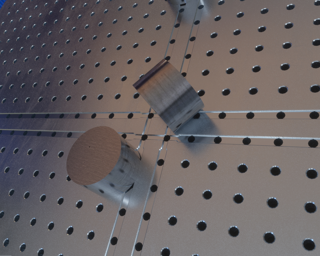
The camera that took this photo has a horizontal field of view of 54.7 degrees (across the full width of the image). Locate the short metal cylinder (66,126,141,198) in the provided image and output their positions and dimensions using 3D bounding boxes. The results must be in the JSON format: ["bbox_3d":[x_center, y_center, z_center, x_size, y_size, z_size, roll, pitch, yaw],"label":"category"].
[{"bbox_3d":[-0.073,0.044,0.403,0.080,0.050,0.080,-13,56,21],"label":"short metal cylinder"}]

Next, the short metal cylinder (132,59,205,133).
[{"bbox_3d":[0.011,-0.040,0.392,0.050,0.080,0.080,-41,51,1],"label":"short metal cylinder"}]

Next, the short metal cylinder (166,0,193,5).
[{"bbox_3d":[0.036,-0.261,0.534,0.080,0.050,0.080,-13,56,21],"label":"short metal cylinder"}]
